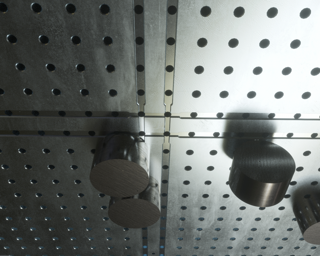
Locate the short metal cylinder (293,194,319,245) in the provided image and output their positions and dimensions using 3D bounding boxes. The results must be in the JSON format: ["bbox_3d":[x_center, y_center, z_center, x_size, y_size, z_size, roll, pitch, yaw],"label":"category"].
[{"bbox_3d":[0.280,0.158,0.534,0.081,0.050,0.079,0,130,0],"label":"short metal cylinder"}]

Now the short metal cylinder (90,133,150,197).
[{"bbox_3d":[-0.055,0.054,0.440,0.081,0.050,0.079,-1,130,0],"label":"short metal cylinder"}]

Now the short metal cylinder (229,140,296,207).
[{"bbox_3d":[0.140,0.062,0.431,0.081,0.080,0.050,0,130,0],"label":"short metal cylinder"}]

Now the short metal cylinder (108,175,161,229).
[{"bbox_3d":[-0.040,0.116,0.494,0.081,0.050,0.079,0,130,0],"label":"short metal cylinder"}]
